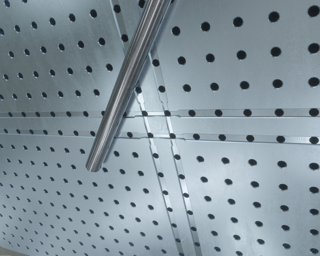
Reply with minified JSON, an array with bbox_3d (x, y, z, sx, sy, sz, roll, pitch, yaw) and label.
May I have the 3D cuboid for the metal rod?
[{"bbox_3d":[-0.054,-0.040,0.415,0.025,0.025,0.298,34,129,6],"label":"metal rod"}]
